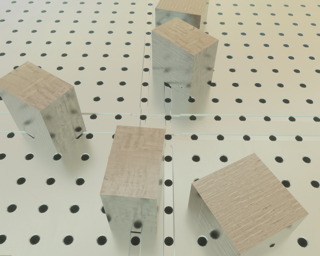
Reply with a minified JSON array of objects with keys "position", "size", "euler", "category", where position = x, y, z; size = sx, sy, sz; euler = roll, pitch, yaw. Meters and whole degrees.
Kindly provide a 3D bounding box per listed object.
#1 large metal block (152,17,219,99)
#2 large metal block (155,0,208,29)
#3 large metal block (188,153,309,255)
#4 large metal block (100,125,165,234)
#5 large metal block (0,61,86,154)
[{"position":[0.034,-0.104,0.459],"size":[0.050,0.080,0.080],"euler":[-36,59,-27],"category":"large metal block"},{"position":[0.042,-0.211,0.569],"size":[0.080,0.050,0.080],"euler":[13,51,10],"category":"large metal block"},{"position":[0.086,0.084,0.322],"size":[0.081,0.050,0.080],"euler":[-22,54,-18],"category":"large metal block"},{"position":[-0.024,0.055,0.326],"size":[0.050,0.080,0.080],"euler":[5,50,3],"category":"large metal block"},{"position":[-0.148,-0.025,0.391],"size":[0.080,0.080,0.050],"euler":[29,56,21],"category":"large metal block"}]
